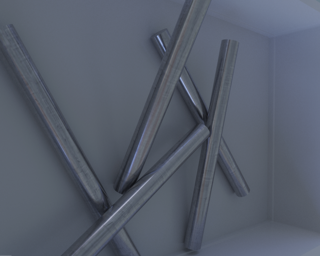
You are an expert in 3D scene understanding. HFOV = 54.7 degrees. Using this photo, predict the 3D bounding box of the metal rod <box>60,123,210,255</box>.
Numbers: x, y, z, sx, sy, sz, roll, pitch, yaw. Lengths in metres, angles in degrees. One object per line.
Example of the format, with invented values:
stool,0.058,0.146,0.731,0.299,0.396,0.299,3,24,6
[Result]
metal rod,-0.034,0.085,0.344,0.302,0.025,0.025,-41,116,-35

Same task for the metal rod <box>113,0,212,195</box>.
metal rod,0.010,-0.059,0.337,0.025,0.025,0.298,10,109,-40

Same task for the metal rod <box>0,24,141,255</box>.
metal rod,-0.090,0.039,0.332,0.025,0.025,0.299,-37,113,-34

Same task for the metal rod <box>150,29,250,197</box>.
metal rod,0.070,-0.008,0.467,0.025,0.025,0.299,-47,118,-30

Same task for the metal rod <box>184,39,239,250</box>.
metal rod,0.073,0.025,0.443,0.025,0.025,0.298,8,93,-40
